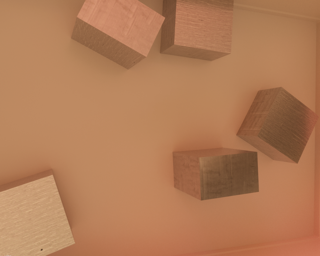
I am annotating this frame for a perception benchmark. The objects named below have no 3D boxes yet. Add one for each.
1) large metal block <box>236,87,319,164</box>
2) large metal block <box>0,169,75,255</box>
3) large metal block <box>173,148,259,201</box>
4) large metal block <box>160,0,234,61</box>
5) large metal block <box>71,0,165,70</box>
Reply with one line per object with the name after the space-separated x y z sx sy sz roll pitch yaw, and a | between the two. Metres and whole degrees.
0.175 -0.003 0.461 0.080 0.050 0.080 32 80 -17 | large metal block
-0.148 0.099 0.343 0.081 0.050 0.080 -18 96 -19 | large metal block
0.070 0.056 0.407 0.081 0.080 0.050 -3 91 -20 | large metal block
0.049 -0.139 0.415 0.081 0.050 0.080 3 89 -20 | large metal block
-0.052 -0.116 0.362 0.080 0.080 0.050 27 81 -18 | large metal block
